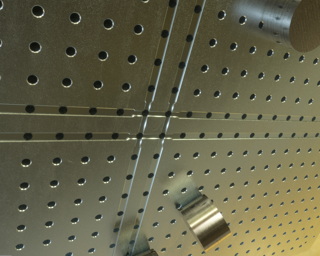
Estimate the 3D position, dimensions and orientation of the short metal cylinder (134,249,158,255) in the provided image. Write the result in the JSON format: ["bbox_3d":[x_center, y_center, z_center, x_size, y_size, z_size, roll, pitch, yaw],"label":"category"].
[{"bbox_3d":[-0.023,0.253,0.522,0.050,0.080,0.079,-15,125,-21],"label":"short metal cylinder"}]

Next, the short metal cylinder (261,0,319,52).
[{"bbox_3d":[0.183,-0.146,0.407,0.081,0.050,0.079,-14,125,-21],"label":"short metal cylinder"}]

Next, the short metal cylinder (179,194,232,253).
[{"bbox_3d":[0.074,0.158,0.516,0.050,0.080,0.080,-31,129,-8],"label":"short metal cylinder"}]
